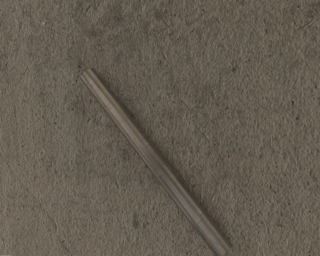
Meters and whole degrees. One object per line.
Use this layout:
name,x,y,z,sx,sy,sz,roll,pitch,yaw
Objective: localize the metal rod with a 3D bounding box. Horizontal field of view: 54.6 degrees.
metal rod,-0.012,0.037,0.413,0.025,0.025,0.300,-42,77,15
